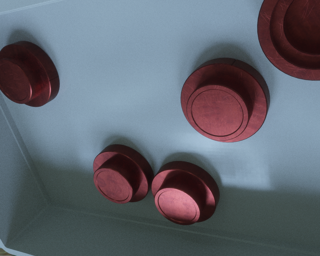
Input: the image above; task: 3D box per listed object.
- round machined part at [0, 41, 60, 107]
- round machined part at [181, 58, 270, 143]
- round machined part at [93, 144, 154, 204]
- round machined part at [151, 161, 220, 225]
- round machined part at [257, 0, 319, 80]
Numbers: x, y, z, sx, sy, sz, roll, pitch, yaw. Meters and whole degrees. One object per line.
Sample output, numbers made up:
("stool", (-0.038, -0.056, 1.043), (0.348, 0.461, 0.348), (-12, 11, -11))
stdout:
("round machined part", (-0.201, -0.074, 0.455), (0.098, 0.042, 0.097), (13, 124, 20))
("round machined part", (0.069, -0.025, 0.345), (0.098, 0.042, 0.097), (13, 124, 20))
("round machined part", (-0.062, 0.077, 0.476), (0.098, 0.042, 0.097), (13, 124, 20))
("round machined part", (0.031, 0.099, 0.441), (0.098, 0.042, 0.097), (13, 124, 20))
("round machined part", (0.138, -0.094, 0.267), (0.098, 0.042, 0.097), (13, 124, 20))
